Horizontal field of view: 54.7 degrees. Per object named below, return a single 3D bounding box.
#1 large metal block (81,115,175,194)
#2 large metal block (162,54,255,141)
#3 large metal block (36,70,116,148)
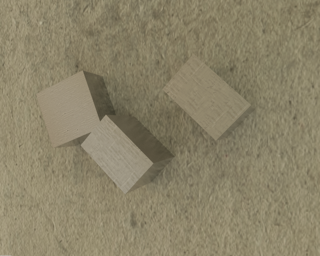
[{"bbox_3d":[-0.037,0.030,0.392,0.080,0.080,0.050,45,104,14],"label":"large metal block"},{"bbox_3d":[0.060,-0.033,0.358,0.080,0.080,0.050,45,104,14],"label":"large metal block"},{"bbox_3d":[-0.114,-0.024,0.435,0.080,0.050,0.080,-22,83,18],"label":"large metal block"}]
